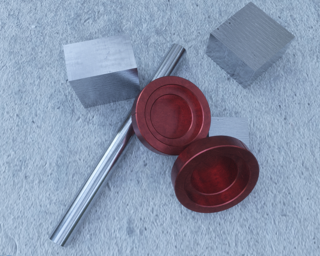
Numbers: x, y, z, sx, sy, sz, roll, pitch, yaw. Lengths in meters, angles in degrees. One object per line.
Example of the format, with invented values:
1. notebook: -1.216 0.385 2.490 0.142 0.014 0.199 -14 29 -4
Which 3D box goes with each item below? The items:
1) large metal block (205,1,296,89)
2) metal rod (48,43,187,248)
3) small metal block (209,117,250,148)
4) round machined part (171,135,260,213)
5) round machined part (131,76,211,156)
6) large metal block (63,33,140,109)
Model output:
1. large metal block: 0.125 -0.117 0.438 0.080 0.050 0.080 -40 75 -13
2. metal rod: -0.045 0.009 0.404 0.025 0.025 0.300 28 72 9
3. small metal block: 0.087 0.014 0.404 0.050 0.025 0.050 1 70 0
4. round machined part: 0.061 0.049 0.362 0.099 0.097 0.042 -12 32 -5
5. round machined part: 0.011 -0.013 0.392 0.099 0.042 0.097 3 81 -20
6. large metal block: -0.072 -0.072 0.404 0.081 0.080 0.050 -12 71 -5
